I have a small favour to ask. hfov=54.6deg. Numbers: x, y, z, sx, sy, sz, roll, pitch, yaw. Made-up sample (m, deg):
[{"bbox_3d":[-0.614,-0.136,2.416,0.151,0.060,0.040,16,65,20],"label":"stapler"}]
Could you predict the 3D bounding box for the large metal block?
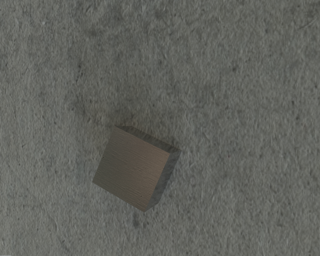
[{"bbox_3d":[-0.029,0.050,0.407,0.080,0.050,0.080,26,98,18],"label":"large metal block"}]
